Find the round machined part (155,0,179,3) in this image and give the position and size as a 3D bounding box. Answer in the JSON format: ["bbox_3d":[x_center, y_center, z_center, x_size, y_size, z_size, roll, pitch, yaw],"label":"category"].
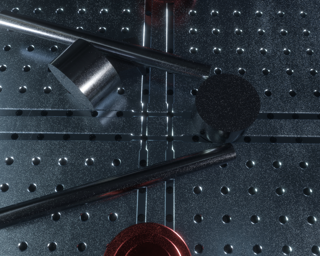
[{"bbox_3d":[0.011,-0.239,0.490,0.099,0.042,0.098,0,70,0],"label":"round machined part"}]

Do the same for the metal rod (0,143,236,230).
[{"bbox_3d":[-0.051,0.070,0.385,0.302,0.025,0.025,-15,71,-6],"label":"metal rod"}]

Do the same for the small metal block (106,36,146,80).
[{"bbox_3d":[-0.051,-0.099,0.447,0.050,0.025,0.050,-14,71,-5],"label":"small metal block"}]

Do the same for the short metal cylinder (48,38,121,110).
[{"bbox_3d":[-0.098,-0.069,0.407,0.080,0.080,0.050,40,75,13],"label":"short metal cylinder"}]

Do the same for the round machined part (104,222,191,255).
[{"bbox_3d":[-0.013,0.157,0.345,0.099,0.042,0.098,0,70,0],"label":"round machined part"}]

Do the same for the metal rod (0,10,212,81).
[{"bbox_3d":[-0.078,-0.114,0.426,0.301,0.025,0.025,16,71,6],"label":"metal rod"}]

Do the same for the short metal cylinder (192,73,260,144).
[{"bbox_3d":[0.084,-0.024,0.408,0.081,0.050,0.080,0,70,0],"label":"short metal cylinder"}]
